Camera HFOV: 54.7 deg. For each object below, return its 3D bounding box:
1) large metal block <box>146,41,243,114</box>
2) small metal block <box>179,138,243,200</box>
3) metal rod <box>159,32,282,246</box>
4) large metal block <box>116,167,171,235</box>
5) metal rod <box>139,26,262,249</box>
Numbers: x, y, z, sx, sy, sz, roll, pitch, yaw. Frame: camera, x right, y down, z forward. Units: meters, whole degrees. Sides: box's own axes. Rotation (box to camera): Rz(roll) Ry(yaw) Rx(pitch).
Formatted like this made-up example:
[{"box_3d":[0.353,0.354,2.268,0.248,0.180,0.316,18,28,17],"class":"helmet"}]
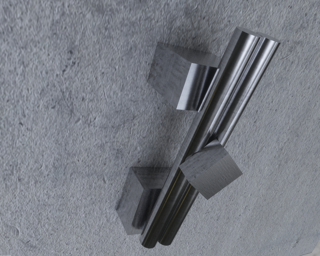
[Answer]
[{"box_3d":[0.042,-0.058,0.360,0.081,0.080,0.050,3,117,-30],"class":"large metal block"},{"box_3d":[0.057,0.047,0.342,0.050,0.025,0.050,-38,135,4],"class":"small metal block"},{"box_3d":[0.055,0.035,0.365,0.025,0.025,0.298,3,124,-30],"class":"metal rod"},{"box_3d":[-0.009,0.104,0.451,0.081,0.050,0.079,5,116,-31],"class":"large metal block"},{"box_3d":[0.032,0.034,0.352,0.025,0.025,0.298,3,124,-30],"class":"metal rod"}]
